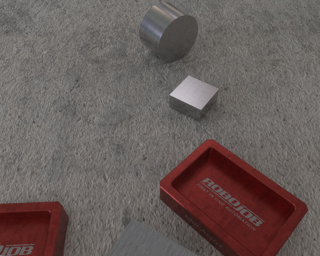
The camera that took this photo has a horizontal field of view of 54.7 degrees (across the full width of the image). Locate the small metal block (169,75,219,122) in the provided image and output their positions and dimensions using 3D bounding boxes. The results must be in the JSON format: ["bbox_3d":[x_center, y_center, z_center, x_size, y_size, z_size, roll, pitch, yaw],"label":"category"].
[{"bbox_3d":[0.048,-0.042,0.439,0.050,0.025,0.050,28,55,21],"label":"small metal block"}]

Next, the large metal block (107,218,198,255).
[{"bbox_3d":[-0.011,0.140,0.269,0.080,0.050,0.080,24,54,19],"label":"large metal block"}]

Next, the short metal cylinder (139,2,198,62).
[{"bbox_3d":[0.014,-0.153,0.496,0.081,0.080,0.050,-31,57,-23],"label":"short metal cylinder"}]

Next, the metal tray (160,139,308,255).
[{"bbox_3d":[0.075,0.079,0.333,0.130,0.030,0.090,37,59,26],"label":"metal tray"}]

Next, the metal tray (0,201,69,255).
[{"bbox_3d":[-0.163,0.120,0.297,0.131,0.030,0.090,-2,50,-2],"label":"metal tray"}]
